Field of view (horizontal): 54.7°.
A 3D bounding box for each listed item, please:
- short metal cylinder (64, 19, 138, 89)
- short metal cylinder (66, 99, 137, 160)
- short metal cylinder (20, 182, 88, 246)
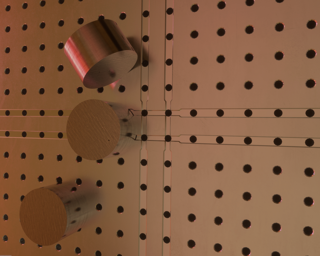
[{"bbox_3d":[-0.077,-0.096,0.409,0.080,0.080,0.050,-35,79,16],"label":"short metal cylinder"},{"bbox_3d":[-0.079,0.002,0.426,0.080,0.050,0.079,0,90,19],"label":"short metal cylinder"},{"bbox_3d":[-0.154,0.123,0.452,0.080,0.050,0.079,0,90,19],"label":"short metal cylinder"}]
